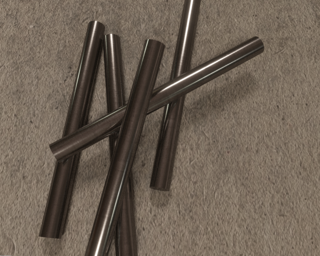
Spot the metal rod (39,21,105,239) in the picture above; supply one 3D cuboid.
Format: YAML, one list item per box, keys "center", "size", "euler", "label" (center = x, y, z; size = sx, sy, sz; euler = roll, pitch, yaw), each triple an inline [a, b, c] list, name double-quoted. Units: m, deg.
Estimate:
- center: [-0.111, -0.012, 0.411]
  size: [0.025, 0.025, 0.299]
  euler: [6, 70, 2]
  label: "metal rod"

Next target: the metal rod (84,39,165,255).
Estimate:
- center: [-0.044, 0.043, 0.355]
  size: [0.025, 0.025, 0.299]
  euler: [15, 84, 5]
  label: "metal rod"

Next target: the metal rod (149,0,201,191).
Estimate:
- center: [0.025, -0.063, 0.431]
  size: [0.025, 0.025, 0.299]
  euler: [10, 70, 3]
  label: "metal rod"

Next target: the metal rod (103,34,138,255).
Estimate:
- center: [-0.054, 0.009, 0.404]
  size: [0.025, 0.025, 0.299]
  euler: [-6, 70, -3]
  label: "metal rod"

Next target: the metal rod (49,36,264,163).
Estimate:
- center: [0.004, -0.042, 0.395]
  size: [0.302, 0.025, 0.025]
  euler: [-29, 73, -11]
  label: "metal rod"
